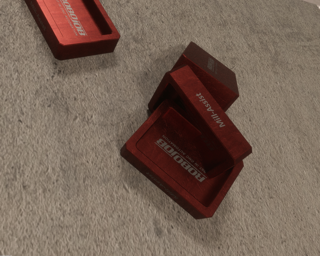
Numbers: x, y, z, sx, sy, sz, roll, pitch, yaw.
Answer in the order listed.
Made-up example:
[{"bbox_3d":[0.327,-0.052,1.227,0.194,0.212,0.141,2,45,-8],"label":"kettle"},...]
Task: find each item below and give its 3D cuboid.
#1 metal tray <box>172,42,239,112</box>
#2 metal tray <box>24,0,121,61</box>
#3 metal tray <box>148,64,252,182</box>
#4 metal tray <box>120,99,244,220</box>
[{"bbox_3d":[0.068,-0.080,0.453,0.090,0.030,0.130,35,25,-5],"label":"metal tray"},{"bbox_3d":[-0.125,-0.160,0.431,0.091,0.030,0.130,-20,73,-36],"label":"metal tray"},{"bbox_3d":[0.043,-0.002,0.385,0.030,0.090,0.130,-31,79,-27],"label":"metal tray"},{"bbox_3d":[0.029,0.037,0.383,0.130,0.030,0.090,41,63,-1],"label":"metal tray"}]
